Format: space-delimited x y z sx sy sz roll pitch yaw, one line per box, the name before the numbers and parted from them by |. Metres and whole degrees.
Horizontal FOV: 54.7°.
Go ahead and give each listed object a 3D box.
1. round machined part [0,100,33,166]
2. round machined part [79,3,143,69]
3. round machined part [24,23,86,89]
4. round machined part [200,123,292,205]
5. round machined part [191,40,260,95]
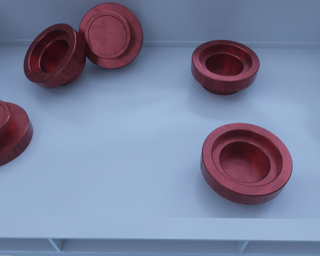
round machined part | -0.218 0.000 0.392 0.099 0.042 0.098 0 50 0
round machined part | -0.076 -0.140 0.472 0.099 0.097 0.042 2 12 1
round machined part | -0.150 -0.102 0.460 0.098 0.042 0.098 -10 66 24
round machined part | 0.095 0.044 0.357 0.099 0.042 0.098 0 50 0
round machined part | 0.096 -0.087 0.468 0.099 0.042 0.098 0 50 0
